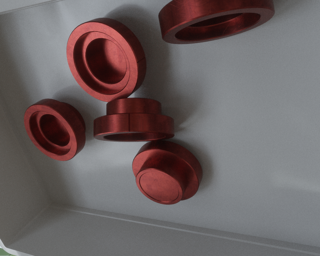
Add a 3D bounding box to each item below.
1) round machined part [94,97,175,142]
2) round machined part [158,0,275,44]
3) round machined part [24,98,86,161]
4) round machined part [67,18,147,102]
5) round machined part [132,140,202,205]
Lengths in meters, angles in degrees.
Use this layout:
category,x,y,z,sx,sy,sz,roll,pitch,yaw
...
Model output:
category,x,y,z,sx,sy,sz,roll,pitch,yaw
round machined part,-0.032,-0.009,0.384,0.098,0.098,0.042,-7,79,31
round machined part,0.047,-0.109,0.274,0.098,0.099,0.042,-9,93,32
round machined part,-0.155,-0.001,0.476,0.098,0.042,0.097,13,124,20
round machined part,-0.060,-0.084,0.376,0.098,0.042,0.097,13,124,20
round machined part,0.006,0.068,0.428,0.098,0.042,0.097,13,130,16
